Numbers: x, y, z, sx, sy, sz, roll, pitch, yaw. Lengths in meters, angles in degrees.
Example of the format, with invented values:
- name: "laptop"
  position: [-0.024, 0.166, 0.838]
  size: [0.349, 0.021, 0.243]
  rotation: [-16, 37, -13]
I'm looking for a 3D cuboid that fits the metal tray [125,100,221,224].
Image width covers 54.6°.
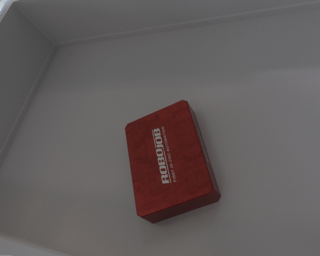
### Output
- name: "metal tray"
  position: [0.010, 0.037, 0.375]
  size: [0.090, 0.030, 0.130]
  rotation: [-23, 53, 14]
